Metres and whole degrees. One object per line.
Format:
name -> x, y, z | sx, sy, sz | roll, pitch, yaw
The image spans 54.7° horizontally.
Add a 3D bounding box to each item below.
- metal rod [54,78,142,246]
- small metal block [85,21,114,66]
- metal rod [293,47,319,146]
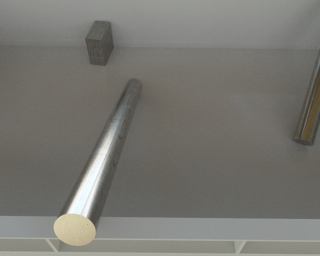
metal rod -> -0.045, 0.000, 0.322 | 0.025, 0.025, 0.300 | 2, 24, 2
small metal block -> -0.097, -0.137, 0.503 | 0.025, 0.050, 0.050 | 8, 51, 6
metal rod -> 0.234, -0.119, 0.421 | 0.025, 0.025, 0.299 | 18, 80, 14
